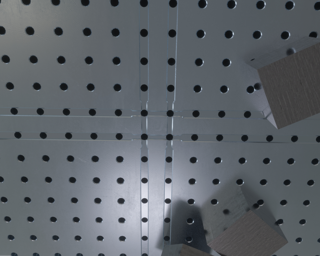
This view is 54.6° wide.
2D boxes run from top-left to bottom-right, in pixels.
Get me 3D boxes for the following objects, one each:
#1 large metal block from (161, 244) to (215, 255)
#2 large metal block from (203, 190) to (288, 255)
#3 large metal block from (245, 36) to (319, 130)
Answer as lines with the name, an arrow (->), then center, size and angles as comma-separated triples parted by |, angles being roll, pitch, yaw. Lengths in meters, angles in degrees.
large metal block -> 0.048, 0.211, 0.456 | 0.080, 0.050, 0.080 | 24, 152, -9
large metal block -> 0.123, 0.153, 0.457 | 0.080, 0.050, 0.080 | 41, 105, -14
large metal block -> 0.163, -0.056, 0.380 | 0.080, 0.050, 0.080 | -23, 109, 8
